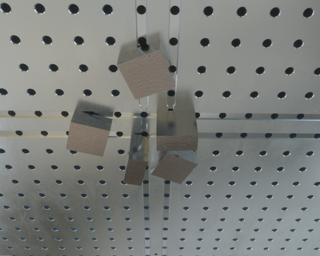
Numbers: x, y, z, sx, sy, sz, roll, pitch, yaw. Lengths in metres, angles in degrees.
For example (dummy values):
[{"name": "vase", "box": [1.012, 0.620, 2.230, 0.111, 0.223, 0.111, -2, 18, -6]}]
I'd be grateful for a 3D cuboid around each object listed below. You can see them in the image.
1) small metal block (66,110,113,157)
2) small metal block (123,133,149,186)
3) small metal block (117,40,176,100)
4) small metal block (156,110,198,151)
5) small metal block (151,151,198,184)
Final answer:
[{"name": "small metal block", "box": [-0.095, 0.008, 0.418, 0.050, 0.025, 0.050, 14, 129, -12]}, {"name": "small metal block", "box": [-0.033, 0.044, 0.432, 0.025, 0.050, 0.050, 10, 130, -8]}, {"name": "small metal block", "box": [-0.014, -0.066, 0.355, 0.050, 0.025, 0.050, -16, 128, 13]}, {"name": "small metal block", "box": [0.021, 0.003, 0.397, 0.050, 0.050, 0.025, -1, 130, 0]}, {"name": "small metal block", "box": [0.020, 0.052, 0.455, 0.050, 0.025, 0.050, 22, 127, -18]}]
